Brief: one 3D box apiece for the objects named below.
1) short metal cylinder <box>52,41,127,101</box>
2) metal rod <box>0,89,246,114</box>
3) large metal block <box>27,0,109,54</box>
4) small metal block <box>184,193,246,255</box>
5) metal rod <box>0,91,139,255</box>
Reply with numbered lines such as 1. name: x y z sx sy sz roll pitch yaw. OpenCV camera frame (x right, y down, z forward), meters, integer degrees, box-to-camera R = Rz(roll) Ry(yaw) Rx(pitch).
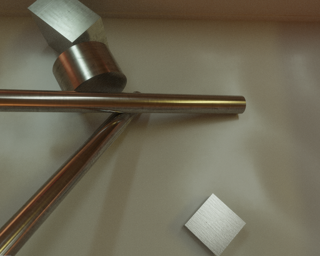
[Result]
1. short metal cylinder: -0.091 -0.066 0.403 0.080 0.080 0.050 -28 73 -10
2. metal rod: -0.034 -0.031 0.380 0.303 0.025 0.025 0 69 -17
3. large metal block: -0.121 -0.132 0.427 0.080 0.080 0.050 38 74 12
4. small metal block: 0.064 0.115 0.368 0.050 0.025 0.050 42 75 13
5. metal rod: -0.094 0.048 0.322 0.025 0.025 0.301 28 46 9
